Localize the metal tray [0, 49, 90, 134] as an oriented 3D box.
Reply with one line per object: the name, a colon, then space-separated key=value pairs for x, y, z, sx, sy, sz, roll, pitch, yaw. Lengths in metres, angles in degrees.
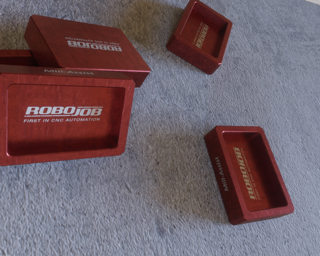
metal tray: x=-0.148 y=-0.043 z=0.347 sx=0.131 sy=0.030 sz=0.090 roll=-9 pitch=66 yaw=-32

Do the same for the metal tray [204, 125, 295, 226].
metal tray: x=0.121 y=0.061 z=0.428 sx=0.091 sy=0.030 sz=0.130 roll=1 pitch=61 yaw=-28

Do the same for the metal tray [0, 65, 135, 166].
metal tray: x=-0.096 y=-0.013 z=0.315 sx=0.131 sy=0.089 sz=0.030 roll=-3 pitch=24 yaw=-32

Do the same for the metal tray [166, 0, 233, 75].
metal tray: x=0.072 y=-0.162 z=0.537 sx=0.090 sy=0.030 sz=0.130 roll=29 pitch=52 yaw=-10

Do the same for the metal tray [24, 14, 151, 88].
metal tray: x=-0.085 y=-0.091 z=0.383 sx=0.131 sy=0.030 sz=0.090 roll=-9 pitch=56 yaw=-46
